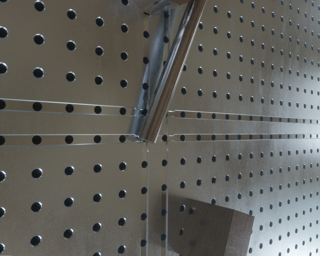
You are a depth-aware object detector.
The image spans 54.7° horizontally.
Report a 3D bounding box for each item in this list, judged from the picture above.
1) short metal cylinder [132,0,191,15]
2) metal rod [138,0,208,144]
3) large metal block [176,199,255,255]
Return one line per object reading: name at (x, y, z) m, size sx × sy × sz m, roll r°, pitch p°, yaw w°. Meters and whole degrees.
short metal cylinder at (0.002, -0.192, 0.396) m, size 0.081 × 0.050 × 0.079 m, roll 0°, pitch 90°, yaw -40°
metal rod at (0.033, -0.122, 0.422) m, size 0.025 × 0.025 × 0.299 m, roll 27°, pitch 78°, yaw -37°
large metal block at (0.079, 0.153, 0.442) m, size 0.050 × 0.080 × 0.080 m, roll 27°, pitch 73°, yaw -37°
